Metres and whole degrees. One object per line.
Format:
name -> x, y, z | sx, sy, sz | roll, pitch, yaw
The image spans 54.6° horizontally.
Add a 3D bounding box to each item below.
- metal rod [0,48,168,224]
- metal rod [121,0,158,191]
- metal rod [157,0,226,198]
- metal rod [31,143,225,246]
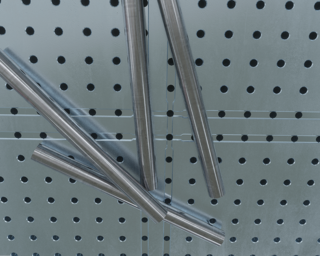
metal rod -> -0.101, 0.017, 0.405 | 0.025, 0.025, 0.300 | -42, 100, 14
metal rod -> -0.025, -0.056, 0.392 | 0.025, 0.025, 0.298 | -4, 110, 1
metal rod -> 0.042, -0.040, 0.398 | 0.025, 0.025, 0.299 | -15, 110, 5
metal rod -> -0.039, 0.101, 0.449 | 0.301, 0.025, 0.025 | 28, 108, -10
